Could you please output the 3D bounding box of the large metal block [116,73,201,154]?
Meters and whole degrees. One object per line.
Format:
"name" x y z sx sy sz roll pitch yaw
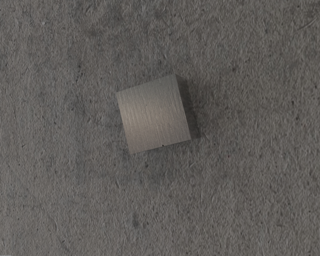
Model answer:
"large metal block" -0.001 -0.016 0.396 0.080 0.050 0.080 -15 85 19
